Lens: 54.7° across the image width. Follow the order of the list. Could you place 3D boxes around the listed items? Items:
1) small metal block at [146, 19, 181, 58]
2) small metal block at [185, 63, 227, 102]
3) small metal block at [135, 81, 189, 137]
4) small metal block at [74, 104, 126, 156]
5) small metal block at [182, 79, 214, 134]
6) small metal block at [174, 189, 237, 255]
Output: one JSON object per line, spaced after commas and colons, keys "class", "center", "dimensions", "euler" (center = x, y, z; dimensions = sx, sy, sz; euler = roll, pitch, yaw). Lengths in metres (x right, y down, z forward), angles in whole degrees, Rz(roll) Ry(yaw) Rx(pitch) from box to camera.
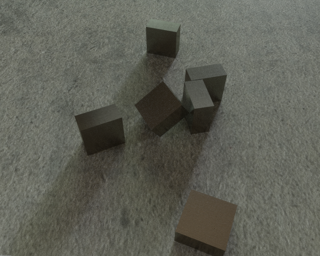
{"class": "small metal block", "center": [0.005, -0.148, 0.511], "dimensions": [0.050, 0.050, 0.025], "euler": [13, 51, 10]}
{"class": "small metal block", "center": [0.063, -0.060, 0.439], "dimensions": [0.050, 0.050, 0.025], "euler": [-10, 51, -9]}
{"class": "small metal block", "center": [0.002, -0.025, 0.410], "dimensions": [0.050, 0.025, 0.050], "euler": [-40, 55, 8]}
{"class": "small metal block", "center": [-0.073, 0.003, 0.384], "dimensions": [0.050, 0.050, 0.025], "euler": [-19, 53, -16]}
{"class": "small metal block", "center": [0.049, -0.028, 0.411], "dimensions": [0.025, 0.050, 0.050], "euler": [-9, 51, -8]}
{"class": "small metal block", "center": [0.048, 0.099, 0.321], "dimensions": [0.050, 0.025, 0.050], "euler": [17, 52, 13]}
